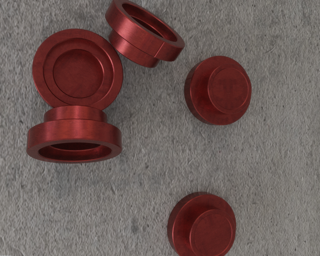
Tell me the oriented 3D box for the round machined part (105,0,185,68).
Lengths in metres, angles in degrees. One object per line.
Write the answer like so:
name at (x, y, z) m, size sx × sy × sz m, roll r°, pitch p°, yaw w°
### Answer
round machined part at (-0.022, -0.109, 0.372) m, size 0.098 × 0.098 × 0.042 m, roll 27°, pitch 119°, yaw -18°

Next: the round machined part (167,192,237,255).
round machined part at (0.063, 0.140, 0.423) m, size 0.099 × 0.042 × 0.097 m, roll 0°, pitch 90°, yaw -20°

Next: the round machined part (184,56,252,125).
round machined part at (0.087, -0.052, 0.432) m, size 0.099 × 0.042 × 0.097 m, roll 0°, pitch 90°, yaw -20°

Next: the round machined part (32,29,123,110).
round machined part at (-0.096, -0.062, 0.364) m, size 0.099 × 0.042 × 0.097 m, roll 0°, pitch 90°, yaw -20°

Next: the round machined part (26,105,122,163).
round machined part at (-0.092, 0.007, 0.340) m, size 0.099 × 0.098 × 0.042 m, roll 2°, pitch 69°, yaw -20°
